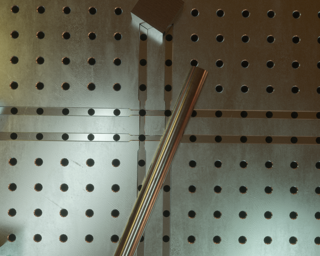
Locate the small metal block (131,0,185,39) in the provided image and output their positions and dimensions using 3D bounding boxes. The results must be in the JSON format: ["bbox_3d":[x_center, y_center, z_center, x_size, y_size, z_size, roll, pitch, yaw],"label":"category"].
[{"bbox_3d":[-0.003,-0.157,0.413,0.050,0.025,0.050,34,90,-1],"label":"small metal block"}]

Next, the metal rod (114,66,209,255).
[{"bbox_3d":[-0.003,0.061,0.413,0.025,0.025,0.299,22,90,-1],"label":"metal rod"}]

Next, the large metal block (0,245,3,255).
[{"bbox_3d":[-0.257,0.181,0.383,0.081,0.080,0.050,5,90,-1],"label":"large metal block"}]
